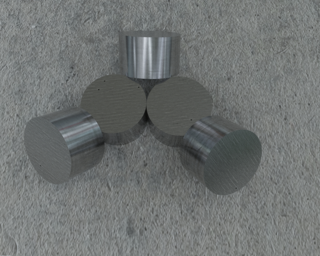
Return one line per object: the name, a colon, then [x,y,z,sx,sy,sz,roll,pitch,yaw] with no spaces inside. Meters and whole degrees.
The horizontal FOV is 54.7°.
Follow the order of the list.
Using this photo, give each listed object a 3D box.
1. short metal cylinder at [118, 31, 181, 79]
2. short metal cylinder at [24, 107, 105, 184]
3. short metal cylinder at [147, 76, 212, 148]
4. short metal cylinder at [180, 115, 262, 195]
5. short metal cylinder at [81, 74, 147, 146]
short metal cylinder: [-0.014,-0.099,0.410,0.080,0.080,0.050,2,113,0]
short metal cylinder: [-0.113,0.019,0.365,0.080,0.080,0.050,45,36,14]
short metal cylinder: [0.024,-0.020,0.403,0.081,0.050,0.080,0,70,0]
short metal cylinder: [0.071,0.031,0.363,0.080,0.080,0.050,-35,32,-12]
short metal cylinder: [-0.057,-0.023,0.403,0.081,0.050,0.080,0,70,0]
